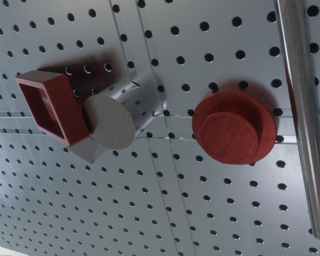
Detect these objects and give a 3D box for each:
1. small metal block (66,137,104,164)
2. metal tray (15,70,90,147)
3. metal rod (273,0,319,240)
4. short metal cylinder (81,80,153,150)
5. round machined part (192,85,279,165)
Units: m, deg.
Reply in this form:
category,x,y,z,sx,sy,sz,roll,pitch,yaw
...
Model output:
category,x,y,z,sx,sy,sz,roll,pitch,yaw
small metal block,-0.115,0.021,0.485,0.050,0.025,0.050,31,128,8
metal tray,-0.154,-0.032,0.435,0.130,0.030,0.089,16,129,49
metal rod,0.157,0.000,0.328,0.025,0.025,0.298,-6,116,31
short metal cylinder,-0.057,-0.018,0.414,0.080,0.050,0.079,13,124,21
round machined part,0.083,0.003,0.358,0.098,0.042,0.097,13,124,21
